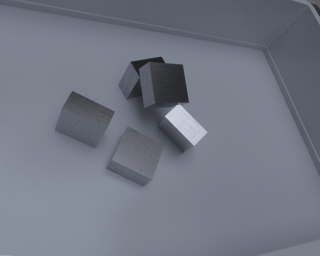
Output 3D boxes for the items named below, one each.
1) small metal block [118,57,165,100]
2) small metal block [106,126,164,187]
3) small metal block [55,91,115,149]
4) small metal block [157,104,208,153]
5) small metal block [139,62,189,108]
[{"bbox_3d":[-0.022,-0.067,0.419,0.050,0.050,0.025,-19,71,-35],"label":"small metal block"},{"bbox_3d":[-0.029,0.034,0.369,0.050,0.025,0.050,28,52,-10],"label":"small metal block"},{"bbox_3d":[-0.085,-0.008,0.348,0.050,0.050,0.025,26,53,-12],"label":"small metal block"},{"bbox_3d":[0.027,0.002,0.399,0.050,0.050,0.025,46,72,3],"label":"small metal block"},{"bbox_3d":[0.005,-0.052,0.384,0.050,0.025,0.050,-4,81,-34],"label":"small metal block"}]
